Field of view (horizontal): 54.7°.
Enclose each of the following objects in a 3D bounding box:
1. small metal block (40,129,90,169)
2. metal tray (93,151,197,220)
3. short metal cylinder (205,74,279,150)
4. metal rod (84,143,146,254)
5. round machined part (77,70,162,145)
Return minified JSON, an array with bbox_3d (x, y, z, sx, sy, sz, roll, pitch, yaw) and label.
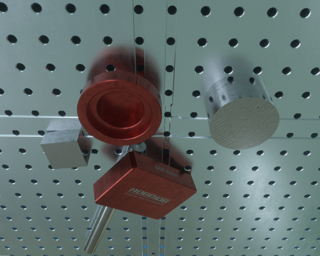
[{"bbox_3d":[-0.131,0.030,0.435,0.050,0.025,0.050,-6,130,4],"label":"small metal block"},{"bbox_3d":[-0.020,0.090,0.461,0.131,0.030,0.090,28,120,-38],"label":"metal tray"},{"bbox_3d":[0.098,-0.019,0.381,0.081,0.050,0.079,0,130,0],"label":"short metal cylinder"},{"bbox_3d":[-0.085,0.130,0.521,0.025,0.025,0.298,16,128,-14],"label":"metal rod"},{"bbox_3d":[-0.047,-0.028,0.376,0.099,0.042,0.097,0,130,0],"label":"round machined part"}]
